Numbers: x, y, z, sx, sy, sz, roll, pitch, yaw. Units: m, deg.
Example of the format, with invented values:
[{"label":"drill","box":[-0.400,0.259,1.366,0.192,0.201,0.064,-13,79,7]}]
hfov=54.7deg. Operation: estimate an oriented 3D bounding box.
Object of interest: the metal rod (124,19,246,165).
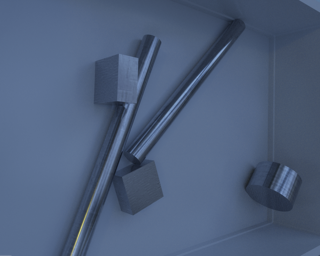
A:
[{"label":"metal rod","box":[0.049,-0.067,0.449,0.301,0.025,0.025,-52,121,-28]}]

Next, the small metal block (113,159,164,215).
[{"label":"small metal block","box":[-0.028,0.072,0.386,0.050,0.025,0.050,-23,105,-38]}]

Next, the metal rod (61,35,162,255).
[{"label":"metal rod","box":[-0.055,0.024,0.361,0.025,0.025,0.299,29,72,-37]}]

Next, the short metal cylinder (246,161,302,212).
[{"label":"short metal cylinder","box":[0.198,0.102,0.541,0.080,0.080,0.050,49,61,-29]}]

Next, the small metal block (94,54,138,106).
[{"label":"small metal block","box":[-0.050,-0.052,0.350,0.025,0.050,0.050,3,88,-40]}]
